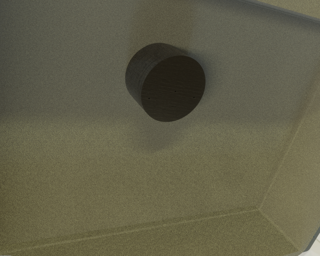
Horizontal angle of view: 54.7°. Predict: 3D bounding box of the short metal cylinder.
[{"bbox_3d":[0.006,-0.054,0.364,0.081,0.050,0.079,-14,125,-21],"label":"short metal cylinder"}]
